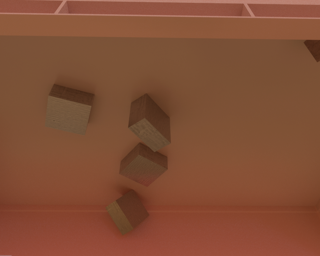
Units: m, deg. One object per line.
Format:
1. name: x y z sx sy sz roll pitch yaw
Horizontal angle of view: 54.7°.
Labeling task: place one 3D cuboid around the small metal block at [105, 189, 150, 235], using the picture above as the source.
1. small metal block: -0.051 0.133 0.492 0.025 0.050 0.050 -38 81 27

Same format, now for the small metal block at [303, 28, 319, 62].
1. small metal block: 0.181 -0.094 0.303 0.050 0.025 0.050 -21 166 -25

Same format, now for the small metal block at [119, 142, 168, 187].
1. small metal block: -0.024 0.055 0.455 0.050 0.025 0.050 30 124 -23

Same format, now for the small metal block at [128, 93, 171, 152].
1. small metal block: -0.012 -0.007 0.387 0.025 0.050 0.050 -30 124 23

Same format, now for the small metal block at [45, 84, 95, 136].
1. small metal block: -0.113 -0.022 0.389 0.050 0.025 0.050 14 129 -12
